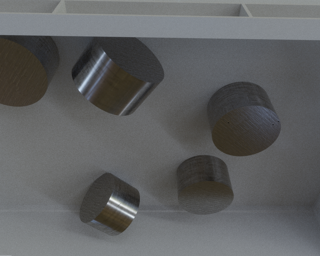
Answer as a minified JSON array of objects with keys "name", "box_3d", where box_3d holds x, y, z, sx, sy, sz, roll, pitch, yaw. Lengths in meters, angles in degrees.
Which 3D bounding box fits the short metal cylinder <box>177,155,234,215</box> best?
[{"name":"short metal cylinder","box_3d":[0.066,0.087,0.468,0.081,0.050,0.079,0,130,0]}]

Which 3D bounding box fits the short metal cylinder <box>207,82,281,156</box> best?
[{"name":"short metal cylinder","box_3d":[0.102,-0.010,0.385,0.081,0.050,0.079,0,130,0]}]

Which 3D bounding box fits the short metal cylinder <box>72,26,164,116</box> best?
[{"name":"short metal cylinder","box_3d":[-0.043,-0.059,0.322,0.080,0.080,0.050,30,124,-23]}]

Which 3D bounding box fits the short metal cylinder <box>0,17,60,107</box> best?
[{"name":"short metal cylinder","box_3d":[-0.155,-0.070,0.331,0.081,0.050,0.079,0,130,0]}]

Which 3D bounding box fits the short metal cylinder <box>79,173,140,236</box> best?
[{"name":"short metal cylinder","box_3d":[-0.076,0.115,0.470,0.080,0.080,0.050,-37,121,26]}]
